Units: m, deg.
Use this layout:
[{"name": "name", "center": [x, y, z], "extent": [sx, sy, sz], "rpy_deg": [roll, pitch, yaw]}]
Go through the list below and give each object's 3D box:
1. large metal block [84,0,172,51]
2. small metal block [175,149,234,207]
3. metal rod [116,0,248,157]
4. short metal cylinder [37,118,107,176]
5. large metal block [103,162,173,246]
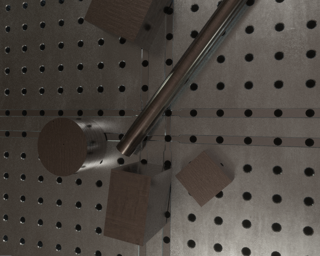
[{"name": "large metal block", "center": [-0.041, -0.160, 0.413], "extent": [0.080, 0.050, 0.080], "rpy_deg": [28, 99, 17]}, {"name": "small metal block", "center": [0.057, 0.062, 0.392], "extent": [0.050, 0.025, 0.050], "rpy_deg": [-44, 77, 14]}, {"name": "metal rod", "center": [0.038, -0.085, 0.398], "extent": [0.025, 0.025, 0.299], "rpy_deg": [40, 102, 15]}, {"name": "short metal cylinder", "center": [-0.124, 0.025, 0.442], "extent": [0.080, 0.050, 0.079], "rpy_deg": [0, 90, 19]}, {"name": "large metal block", "center": [-0.024, 0.090, 0.391], "extent": [0.050, 0.080, 0.079], "rpy_deg": [8, 93, 19]}]
